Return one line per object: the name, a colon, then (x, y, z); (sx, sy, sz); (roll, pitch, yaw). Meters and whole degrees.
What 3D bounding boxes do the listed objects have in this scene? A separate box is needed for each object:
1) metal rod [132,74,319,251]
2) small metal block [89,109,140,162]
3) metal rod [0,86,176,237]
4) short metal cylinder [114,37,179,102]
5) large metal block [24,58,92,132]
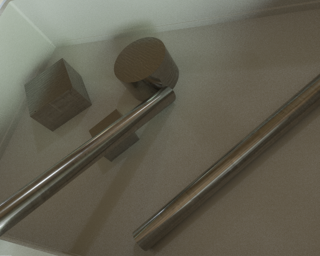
metal rod: (0.092, 0.027, 0.339); (0.300, 0.025, 0.025); (-40, 51, 0)
small metal block: (-0.064, 0.010, 0.432); (0.050, 0.025, 0.050); (-38, 51, 2)
metal rod: (-0.083, 0.032, 0.343); (0.025, 0.025, 0.302); (21, 45, 35)
short metal cylinder: (-0.019, -0.084, 0.450); (0.080, 0.050, 0.080); (-13, 56, 20)
large metal block: (-0.169, -0.055, 0.509); (0.080, 0.050, 0.080); (-34, 52, 6)
